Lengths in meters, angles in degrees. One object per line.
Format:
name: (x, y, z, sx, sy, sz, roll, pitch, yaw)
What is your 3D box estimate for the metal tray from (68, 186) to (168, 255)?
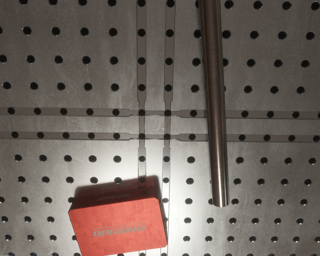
metal tray: (-0.059, 0.141, 0.462, 0.131, 0.030, 0.089, -9, 110, 3)

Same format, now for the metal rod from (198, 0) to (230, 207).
metal rod: (0.072, -0.030, 0.403, 0.025, 0.025, 0.298, -6, 110, 2)
